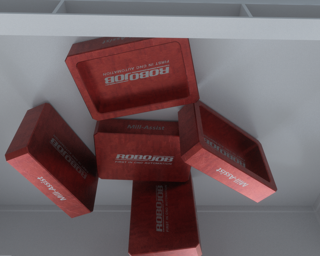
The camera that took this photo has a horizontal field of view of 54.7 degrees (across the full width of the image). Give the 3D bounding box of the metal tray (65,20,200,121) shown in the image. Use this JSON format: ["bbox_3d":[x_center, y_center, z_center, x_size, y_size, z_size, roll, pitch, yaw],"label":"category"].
[{"bbox_3d":[-0.027,-0.061,0.351,0.131,0.030,0.090,-10,130,8],"label":"metal tray"}]

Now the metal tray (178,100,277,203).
[{"bbox_3d":[0.083,0.028,0.388,0.131,0.090,0.030,31,124,-24],"label":"metal tray"}]

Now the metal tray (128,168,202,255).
[{"bbox_3d":[0.006,0.121,0.439,0.090,0.130,0.030,-10,130,7],"label":"metal tray"}]

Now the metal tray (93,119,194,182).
[{"bbox_3d":[-0.021,0.033,0.430,0.131,0.030,0.089,2,130,-3],"label":"metal tray"}]

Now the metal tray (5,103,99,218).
[{"bbox_3d":[-0.128,0.043,0.399,0.030,0.090,0.130,-20,128,14],"label":"metal tray"}]
